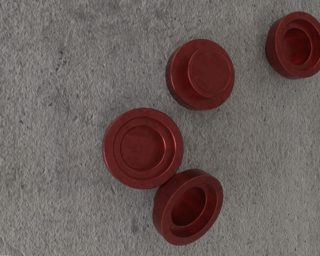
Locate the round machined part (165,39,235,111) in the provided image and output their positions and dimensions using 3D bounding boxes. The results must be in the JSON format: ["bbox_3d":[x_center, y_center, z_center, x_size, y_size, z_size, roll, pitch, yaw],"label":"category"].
[{"bbox_3d":[0.061,-0.073,0.422,0.099,0.042,0.097,0,90,-20],"label":"round machined part"}]

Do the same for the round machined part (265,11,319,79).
[{"bbox_3d":[0.202,-0.123,0.474,0.099,0.042,0.097,0,90,-20],"label":"round machined part"}]

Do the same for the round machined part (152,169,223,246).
[{"bbox_3d":[0.031,0.097,0.400,0.099,0.042,0.097,-14,115,-31],"label":"round machined part"}]

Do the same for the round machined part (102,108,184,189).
[{"bbox_3d":[-0.024,0.025,0.389,0.099,0.042,0.097,1,86,-17],"label":"round machined part"}]
